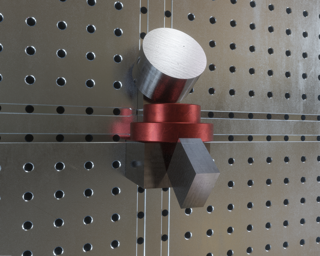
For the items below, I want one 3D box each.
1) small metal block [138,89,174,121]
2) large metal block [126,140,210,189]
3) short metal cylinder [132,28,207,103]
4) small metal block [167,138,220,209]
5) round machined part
[{"bbox_3d":[-0.002,-0.031,0.412,0.050,0.025,0.050,1,90,-21],"label":"small metal block"},{"bbox_3d":[0.007,0.041,0.386,0.081,0.080,0.050,1,90,-20],"label":"large metal block"},{"bbox_3d":[0.011,-0.077,0.386,0.081,0.050,0.080,10,57,-15],"label":"short metal cylinder"},{"bbox_3d":[0.032,0.045,0.315,0.025,0.050,0.050,1,128,-21],"label":"small metal block"},{"bbox_3d":[0.014,-0.006,0.369,0.099,0.098,0.042,1,90,-20],"label":"round machined part"}]
